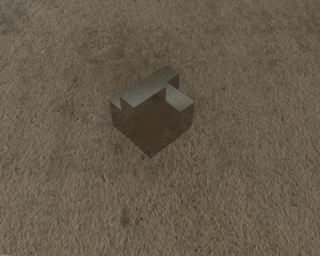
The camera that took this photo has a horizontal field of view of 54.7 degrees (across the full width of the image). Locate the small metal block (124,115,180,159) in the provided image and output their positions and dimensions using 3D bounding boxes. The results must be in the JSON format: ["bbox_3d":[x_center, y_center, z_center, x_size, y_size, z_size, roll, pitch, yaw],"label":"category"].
[{"bbox_3d":[-0.010,0.004,0.401,0.050,0.025,0.050,-35,59,-26],"label":"small metal block"}]

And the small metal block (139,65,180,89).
[{"bbox_3d":[0.000,-0.052,0.432,0.050,0.050,0.025,-36,59,-27],"label":"small metal block"}]

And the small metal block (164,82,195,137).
[{"bbox_3d":[0.017,-0.024,0.408,0.025,0.050,0.050,-36,59,-26],"label":"small metal block"}]

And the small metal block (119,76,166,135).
[{"bbox_3d":[-0.020,-0.027,0.378,0.050,0.050,0.025,-36,59,-27],"label":"small metal block"}]

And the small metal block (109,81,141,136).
[{"bbox_3d":[-0.037,-0.025,0.409,0.050,0.050,0.025,-36,59,-27],"label":"small metal block"}]
